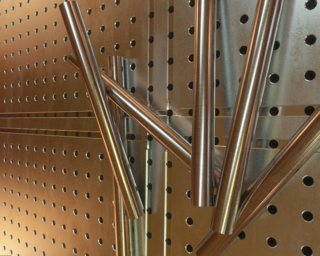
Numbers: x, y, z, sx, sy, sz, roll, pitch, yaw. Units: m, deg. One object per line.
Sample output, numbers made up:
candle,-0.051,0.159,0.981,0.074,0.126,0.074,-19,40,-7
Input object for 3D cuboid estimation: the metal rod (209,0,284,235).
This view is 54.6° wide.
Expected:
metal rod,0.093,-0.041,0.315,0.025,0.025,0.298,14,93,39

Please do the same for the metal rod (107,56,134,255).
metal rod,-0.059,0.044,0.459,0.025,0.025,0.298,-5,87,40

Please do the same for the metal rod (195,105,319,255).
metal rod,0.125,0.035,0.306,0.025,0.025,0.298,47,118,30

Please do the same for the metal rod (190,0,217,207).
metal rod,0.050,-0.066,0.348,0.025,0.025,0.299,-3,82,40

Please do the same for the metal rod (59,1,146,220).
metal rod,-0.076,-0.018,0.420,0.025,0.025,0.299,-11,99,39

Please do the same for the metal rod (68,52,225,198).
metal rod,-0.026,-0.019,0.409,0.300,0.025,0.025,41,115,25
